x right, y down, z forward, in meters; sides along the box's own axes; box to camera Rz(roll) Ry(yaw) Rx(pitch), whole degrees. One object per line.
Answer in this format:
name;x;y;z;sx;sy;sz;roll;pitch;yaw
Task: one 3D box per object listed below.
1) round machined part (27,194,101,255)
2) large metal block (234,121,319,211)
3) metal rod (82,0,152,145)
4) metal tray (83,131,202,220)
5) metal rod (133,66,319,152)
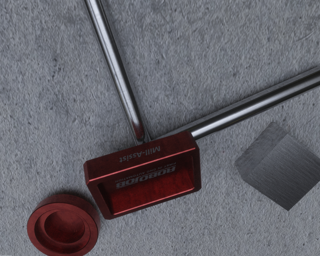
round machined part;-0.135;0.138;0.450;0.099;0.042;0.097;0;110;-1
large metal block;0.163;0.051;0.418;0.080;0.050;0.080;35;106;-12
metal rod;-0.041;-0.039;0.394;0.025;0.025;0.298;-16;110;5
metal tray;-0.016;0.060;0.380;0.131;0.030;0.090;-17;136;-6
metal rod;0.070;-0.007;0.391;0.301;0.025;0.025;-24;109;1
